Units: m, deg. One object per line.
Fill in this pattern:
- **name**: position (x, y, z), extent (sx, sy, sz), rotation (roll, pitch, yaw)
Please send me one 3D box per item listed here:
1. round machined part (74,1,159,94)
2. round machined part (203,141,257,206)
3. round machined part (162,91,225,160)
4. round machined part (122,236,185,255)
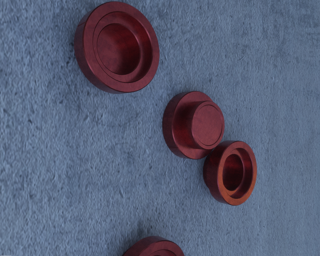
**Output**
- **round machined part**: position (-0.051, -0.087, 0.350), extent (0.099, 0.042, 0.097), rotation (0, 90, -40)
- **round machined part**: position (0.105, 0.068, 0.481), extent (0.099, 0.042, 0.097), rotation (0, 90, -40)
- **round machined part**: position (0.054, -0.004, 0.439), extent (0.099, 0.042, 0.097), rotation (0, 90, -40)
- **round machined part**: position (-0.016, 0.182, 0.380), extent (0.099, 0.042, 0.097), rotation (0, 90, -40)
